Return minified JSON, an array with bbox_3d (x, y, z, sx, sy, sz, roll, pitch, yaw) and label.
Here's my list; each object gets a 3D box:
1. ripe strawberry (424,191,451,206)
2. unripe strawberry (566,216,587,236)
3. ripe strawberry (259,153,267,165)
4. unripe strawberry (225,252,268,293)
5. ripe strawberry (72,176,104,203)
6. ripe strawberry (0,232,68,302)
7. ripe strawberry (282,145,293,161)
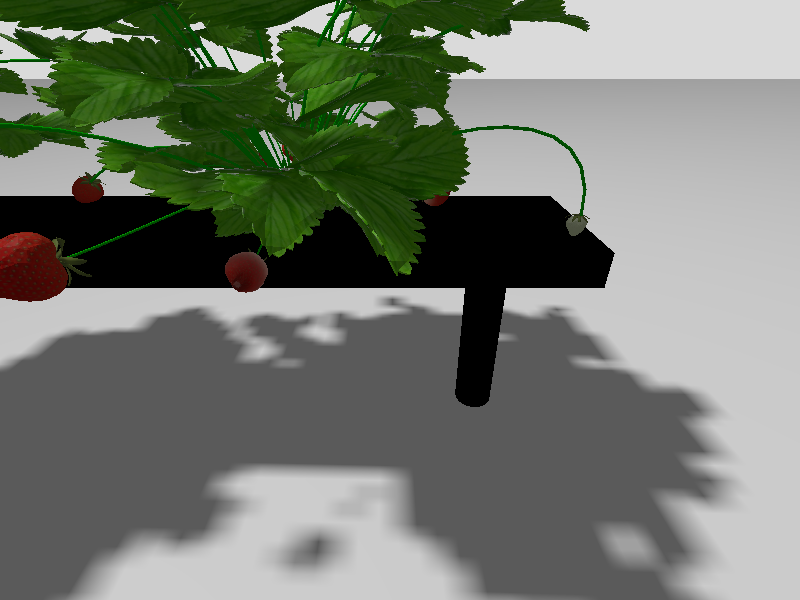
[{"bbox_3d":[0.036,-0.106,0.390,0.028,0.028,0.027,-9,32,-15],"label":"ripe strawberry"},{"bbox_3d":[0.141,-0.059,0.321,0.016,0.016,0.015,5,31,9],"label":"unripe strawberry"},{"bbox_3d":[-0.178,-0.167,0.491,0.029,0.030,0.031,-16,34,-25],"label":"ripe strawberry"},{"bbox_3d":[-0.092,-0.015,0.238,0.024,0.025,0.026,0,31,1],"label":"unripe strawberry"},{"bbox_3d":[-0.307,-0.107,0.392,0.027,0.023,0.027,-33,18,27],"label":"ripe strawberry"},{"bbox_3d":[-0.213,-0.017,0.226,0.034,0.039,0.037,23,38,34],"label":"ripe strawberry"},{"bbox_3d":[-0.149,-0.213,0.565,0.033,0.035,0.035,-7,23,-12],"label":"ripe strawberry"}]
